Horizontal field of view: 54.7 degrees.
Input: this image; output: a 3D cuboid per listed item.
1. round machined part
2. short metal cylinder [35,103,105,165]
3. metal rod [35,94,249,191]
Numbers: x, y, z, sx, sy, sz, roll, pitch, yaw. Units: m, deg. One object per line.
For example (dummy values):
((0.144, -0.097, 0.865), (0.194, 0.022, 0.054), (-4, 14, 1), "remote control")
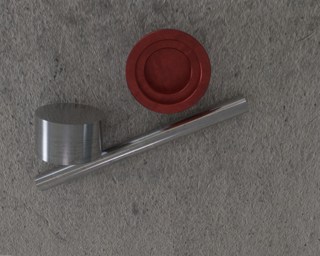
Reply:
((0.009, -0.070, 0.375), (0.099, 0.042, 0.097), (0, 110, 0), "round machined part")
((-0.110, 0.005, 0.381), (0.081, 0.080, 0.050), (7, 110, -3), "short metal cylinder")
((-0.029, 0.023, 0.417), (0.301, 0.025, 0.025), (-22, 109, 7), "metal rod")
